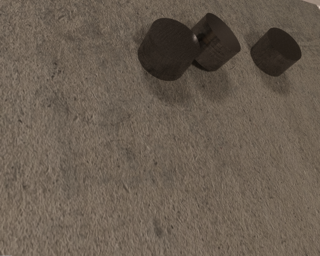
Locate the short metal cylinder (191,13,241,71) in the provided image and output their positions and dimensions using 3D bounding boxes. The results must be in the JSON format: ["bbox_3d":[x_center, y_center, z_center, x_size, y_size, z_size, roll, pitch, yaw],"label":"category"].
[{"bbox_3d":[0.086,-0.141,0.509,0.080,0.050,0.080,28,42,-29],"label":"short metal cylinder"}]

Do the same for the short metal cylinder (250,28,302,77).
[{"bbox_3d":[0.225,-0.147,0.602,0.081,0.050,0.080,14,56,-21],"label":"short metal cylinder"}]

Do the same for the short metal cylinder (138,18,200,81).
[{"bbox_3d":[0.013,-0.118,0.469,0.081,0.050,0.080,14,56,-21],"label":"short metal cylinder"}]
